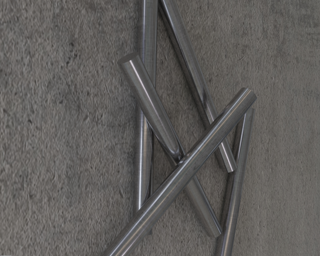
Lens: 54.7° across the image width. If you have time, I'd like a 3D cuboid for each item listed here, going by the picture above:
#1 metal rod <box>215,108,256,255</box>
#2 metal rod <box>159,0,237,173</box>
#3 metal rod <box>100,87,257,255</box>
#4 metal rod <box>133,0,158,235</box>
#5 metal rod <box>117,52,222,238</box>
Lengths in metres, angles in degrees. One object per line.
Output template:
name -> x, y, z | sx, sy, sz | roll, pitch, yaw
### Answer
metal rod -> 0.119, 0.111, 0.504 | 0.025, 0.025, 0.299 | 20, 77, -38
metal rod -> 0.054, -0.065, 0.449 | 0.025, 0.025, 0.299 | -37, 113, -34
metal rod -> 0.018, 0.066, 0.372 | 0.300, 0.025, 0.025 | -49, 120, -12
metal rod -> -0.018, -0.019, 0.388 | 0.025, 0.025, 0.298 | 2, 89, -40
metal rod -> 0.025, 0.042, 0.401 | 0.025, 0.025, 0.299 | -46, 125, -30
